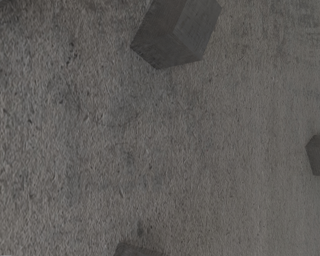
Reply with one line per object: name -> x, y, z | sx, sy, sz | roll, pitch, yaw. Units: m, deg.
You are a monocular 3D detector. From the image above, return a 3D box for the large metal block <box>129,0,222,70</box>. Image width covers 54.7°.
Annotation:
large metal block -> 0.019, -0.125, 0.384 | 0.050, 0.080, 0.080 | 36, 68, -35

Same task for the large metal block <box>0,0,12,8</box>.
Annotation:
large metal block -> -0.146, -0.155, 0.265 | 0.080, 0.050, 0.080 | 52, 60, -28

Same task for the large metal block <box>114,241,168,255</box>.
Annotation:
large metal block -> -0.019, 0.192, 0.373 | 0.080, 0.050, 0.080 | 32, 71, -36

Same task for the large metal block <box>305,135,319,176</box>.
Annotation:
large metal block -> 0.383, 0.064, 0.690 | 0.050, 0.080, 0.080 | -38, 114, -33
